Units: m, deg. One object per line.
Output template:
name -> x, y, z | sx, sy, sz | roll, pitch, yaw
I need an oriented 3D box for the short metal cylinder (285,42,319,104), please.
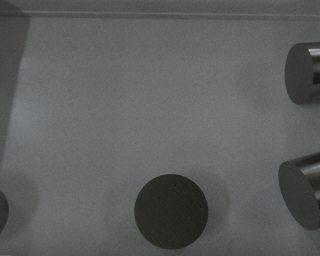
short metal cylinder -> 0.206, -0.072, 0.408 | 0.050, 0.080, 0.080 | -4, 70, -1

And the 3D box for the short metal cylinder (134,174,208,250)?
short metal cylinder -> 0.012, 0.098, 0.360 | 0.081, 0.050, 0.080 | 0, 70, 0

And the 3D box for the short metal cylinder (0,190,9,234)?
short metal cylinder -> -0.227, 0.100, 0.358 | 0.081, 0.050, 0.080 | 0, 70, 0

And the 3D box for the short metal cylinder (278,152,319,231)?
short metal cylinder -> 0.181, 0.071, 0.356 | 0.050, 0.080, 0.080 | -15, 71, -5
